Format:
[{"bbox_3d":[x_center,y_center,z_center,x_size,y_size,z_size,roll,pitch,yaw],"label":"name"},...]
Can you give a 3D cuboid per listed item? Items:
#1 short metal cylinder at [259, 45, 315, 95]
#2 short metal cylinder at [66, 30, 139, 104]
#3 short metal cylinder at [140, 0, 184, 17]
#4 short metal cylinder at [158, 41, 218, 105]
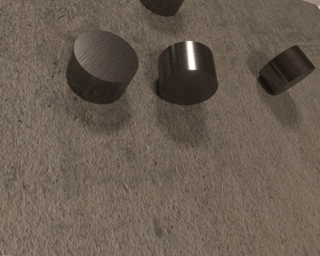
[{"bbox_3d":[0.228,-0.102,0.557,0.081,0.080,0.050,-22,74,-36],"label":"short metal cylinder"},{"bbox_3d":[-0.074,-0.077,0.396,0.081,0.050,0.080,14,56,-21],"label":"short metal cylinder"},{"bbox_3d":[0.007,-0.243,0.542,0.081,0.050,0.080,14,56,-21],"label":"short metal cylinder"},{"bbox_3d":[0.038,-0.075,0.437,0.081,0.080,0.050,11,57,-23],"label":"short metal cylinder"}]
